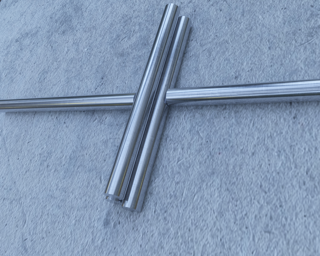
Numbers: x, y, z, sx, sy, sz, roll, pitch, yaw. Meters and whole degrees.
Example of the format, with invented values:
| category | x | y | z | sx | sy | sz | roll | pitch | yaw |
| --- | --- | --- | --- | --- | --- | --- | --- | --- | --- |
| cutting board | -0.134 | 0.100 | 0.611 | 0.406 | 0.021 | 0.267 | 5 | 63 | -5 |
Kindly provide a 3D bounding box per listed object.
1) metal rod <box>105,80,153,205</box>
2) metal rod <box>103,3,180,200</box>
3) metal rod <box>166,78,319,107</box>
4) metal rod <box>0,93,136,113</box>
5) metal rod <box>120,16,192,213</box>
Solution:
| category | x | y | z | sx | sy | sz | roll | pitch | yaw |
| --- | --- | --- | --- | --- | --- | --- | --- | --- | --- |
| metal rod | -0.019 | -0.041 | 0.440 | 0.025 | 0.025 | 0.300 | 1 | 62 | 28 |
| metal rod | -0.017 | -0.052 | 0.419 | 0.025 | 0.025 | 0.300 | 1 | 62 | 28 |
| metal rod | 0.147 | -0.042 | 0.353 | 0.300 | 0.025 | 0.025 | 0 | 62 | 27 |
| metal rod | -0.164 | -0.040 | 0.513 | 0.300 | 0.025 | 0.025 | 1 | 62 | 28 |
| metal rod | 0.001 | -0.036 | 0.426 | 0.025 | 0.025 | 0.300 | 1 | 62 | 28 |
